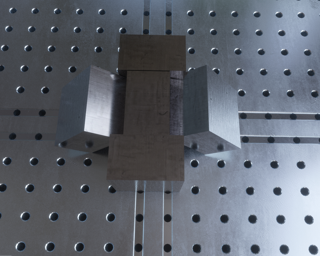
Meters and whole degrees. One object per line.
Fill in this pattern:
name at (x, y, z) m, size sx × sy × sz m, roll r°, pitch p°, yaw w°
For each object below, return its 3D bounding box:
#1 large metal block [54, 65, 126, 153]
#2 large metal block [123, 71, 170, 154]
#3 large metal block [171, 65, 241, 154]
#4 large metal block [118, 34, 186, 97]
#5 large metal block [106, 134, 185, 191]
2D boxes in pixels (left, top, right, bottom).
large metal block at (-0.085, -0.019, 0.382) m, size 0.050 × 0.080 × 0.080 m, roll 16°, pitch 66°, yaw -37°
large metal block at (-0.014, -0.016, 0.387) m, size 0.050 × 0.080 × 0.080 m, roll 1°, pitch 70°, yaw 0°
large metal block at (0.057, -0.018, 0.381) m, size 0.050 × 0.080 × 0.080 m, roll -14°, pitch 65°, yaw 35°
large metal block at (-0.009, -0.078, 0.410) m, size 0.081 × 0.080 × 0.050 m, roll 1°, pitch 70°, yaw 0°
large metal block at (-0.015, 0.044, 0.365) m, size 0.081 × 0.080 × 0.050 m, roll 1°, pitch 70°, yaw 0°
